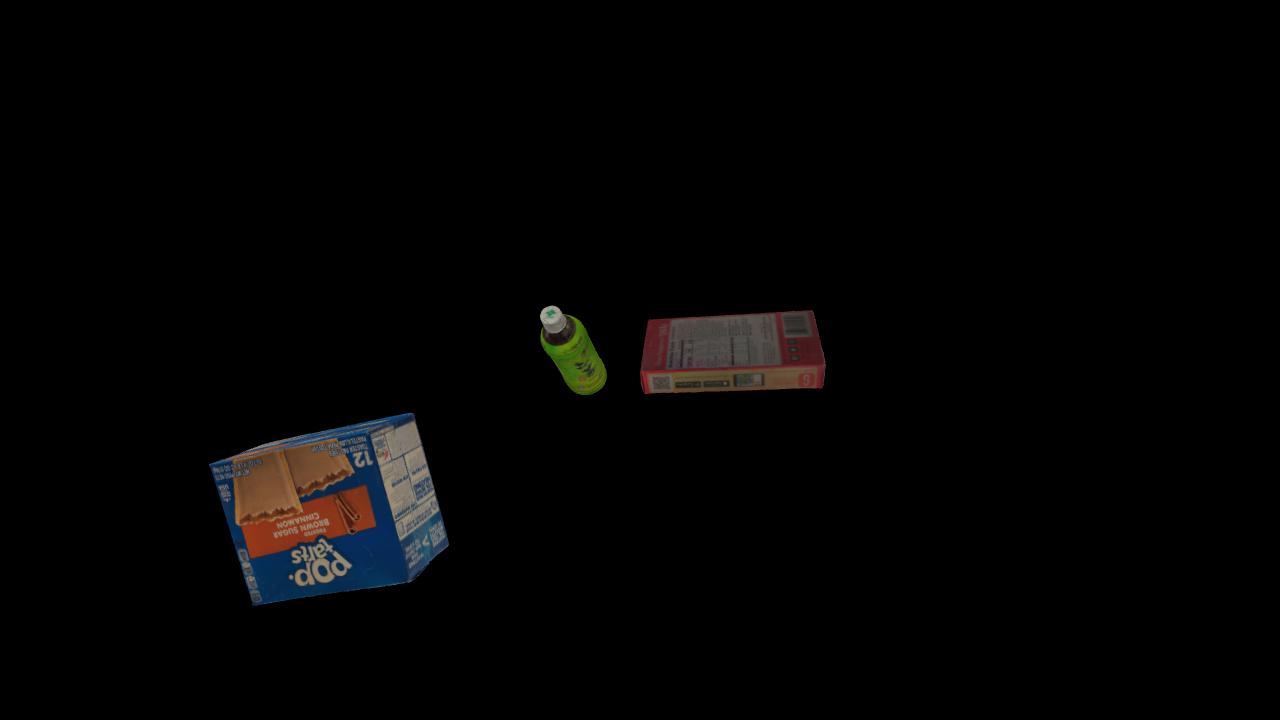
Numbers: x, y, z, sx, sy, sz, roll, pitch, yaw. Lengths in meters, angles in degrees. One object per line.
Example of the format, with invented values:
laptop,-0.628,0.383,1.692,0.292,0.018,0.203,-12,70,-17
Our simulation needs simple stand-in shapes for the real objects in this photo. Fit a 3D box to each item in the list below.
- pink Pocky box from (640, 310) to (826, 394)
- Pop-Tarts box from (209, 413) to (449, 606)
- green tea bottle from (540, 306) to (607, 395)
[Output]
pink Pocky box,0.080,-0.008,0.549,0.155,0.029,0.084,-3,36,9
Pop-Tarts box,-0.289,0.139,0.581,0.167,0.141,0.083,-12,6,12
green tea bottle,-0.106,-0.015,0.934,0.073,0.073,0.212,0,-24,12
